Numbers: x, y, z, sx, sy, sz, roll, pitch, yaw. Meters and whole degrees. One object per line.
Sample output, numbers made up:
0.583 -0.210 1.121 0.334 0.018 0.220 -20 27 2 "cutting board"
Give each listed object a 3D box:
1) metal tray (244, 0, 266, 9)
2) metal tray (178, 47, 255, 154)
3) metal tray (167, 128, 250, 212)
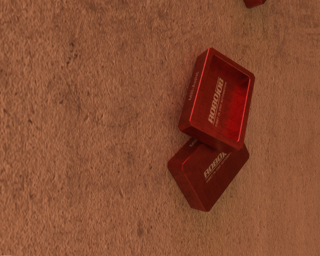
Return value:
0.155 -0.286 0.529 0.130 0.030 0.090 52 60 -27 "metal tray"
0.085 -0.039 0.444 0.090 0.030 0.130 26 64 -20 "metal tray"
0.078 0.048 0.467 0.131 0.030 0.090 -43 116 -31 "metal tray"
